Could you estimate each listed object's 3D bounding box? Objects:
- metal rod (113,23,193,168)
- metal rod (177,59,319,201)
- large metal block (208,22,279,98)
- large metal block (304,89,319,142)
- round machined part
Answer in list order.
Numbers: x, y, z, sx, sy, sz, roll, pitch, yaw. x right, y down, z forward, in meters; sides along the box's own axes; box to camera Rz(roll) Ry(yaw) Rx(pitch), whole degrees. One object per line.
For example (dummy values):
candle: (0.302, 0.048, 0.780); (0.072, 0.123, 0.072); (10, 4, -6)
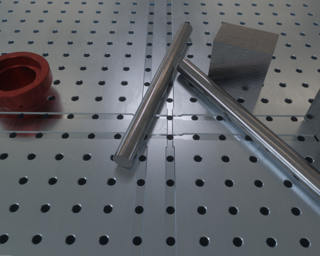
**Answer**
metal rod: (0.001, -0.069, 0.465); (0.025, 0.025, 0.300); (14, 51, 11)
metal rod: (0.121, -0.003, 0.411); (0.025, 0.025, 0.300); (-27, 55, -21)
large metal block: (0.119, -0.099, 0.456); (0.080, 0.080, 0.050); (18, 52, 14)
large metal block: (0.247, -0.027, 0.396); (0.081, 0.080, 0.050); (-10, 51, -8)
round machined part: (-0.205, -0.064, 0.449); (0.099, 0.042, 0.098); (0, 50, 0)
